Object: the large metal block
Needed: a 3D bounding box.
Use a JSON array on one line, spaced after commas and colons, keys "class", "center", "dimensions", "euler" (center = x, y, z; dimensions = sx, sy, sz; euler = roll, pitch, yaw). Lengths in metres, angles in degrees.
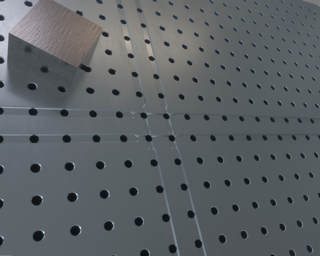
[{"class": "large metal block", "center": [-0.129, -0.104, 0.386], "dimensions": [0.080, 0.050, 0.080], "euler": [27, 52, -11]}]
